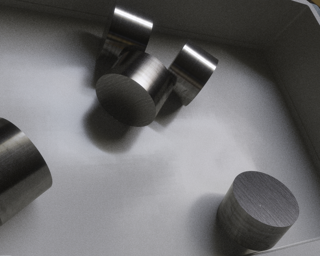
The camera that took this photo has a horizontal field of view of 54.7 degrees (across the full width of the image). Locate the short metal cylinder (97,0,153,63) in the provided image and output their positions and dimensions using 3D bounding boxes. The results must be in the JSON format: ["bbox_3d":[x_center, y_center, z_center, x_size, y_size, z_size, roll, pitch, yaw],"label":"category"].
[{"bbox_3d":[-0.049,-0.123,0.419,0.050,0.080,0.080,16,55,-19],"label":"short metal cylinder"}]

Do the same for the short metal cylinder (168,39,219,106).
[{"bbox_3d":[0.038,-0.077,0.438,0.050,0.080,0.080,34,51,-6],"label":"short metal cylinder"}]

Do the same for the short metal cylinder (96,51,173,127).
[{"bbox_3d":[-0.031,-0.047,0.382,0.080,0.080,0.050,35,51,-5],"label":"short metal cylinder"}]

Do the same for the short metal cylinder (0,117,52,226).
[{"bbox_3d":[-0.142,0.037,0.271,0.080,0.080,0.050,46,51,3],"label":"short metal cylinder"}]

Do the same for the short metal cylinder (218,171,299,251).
[{"bbox_3d":[0.117,0.099,0.375,0.081,0.050,0.080,11,38,-8],"label":"short metal cylinder"}]
